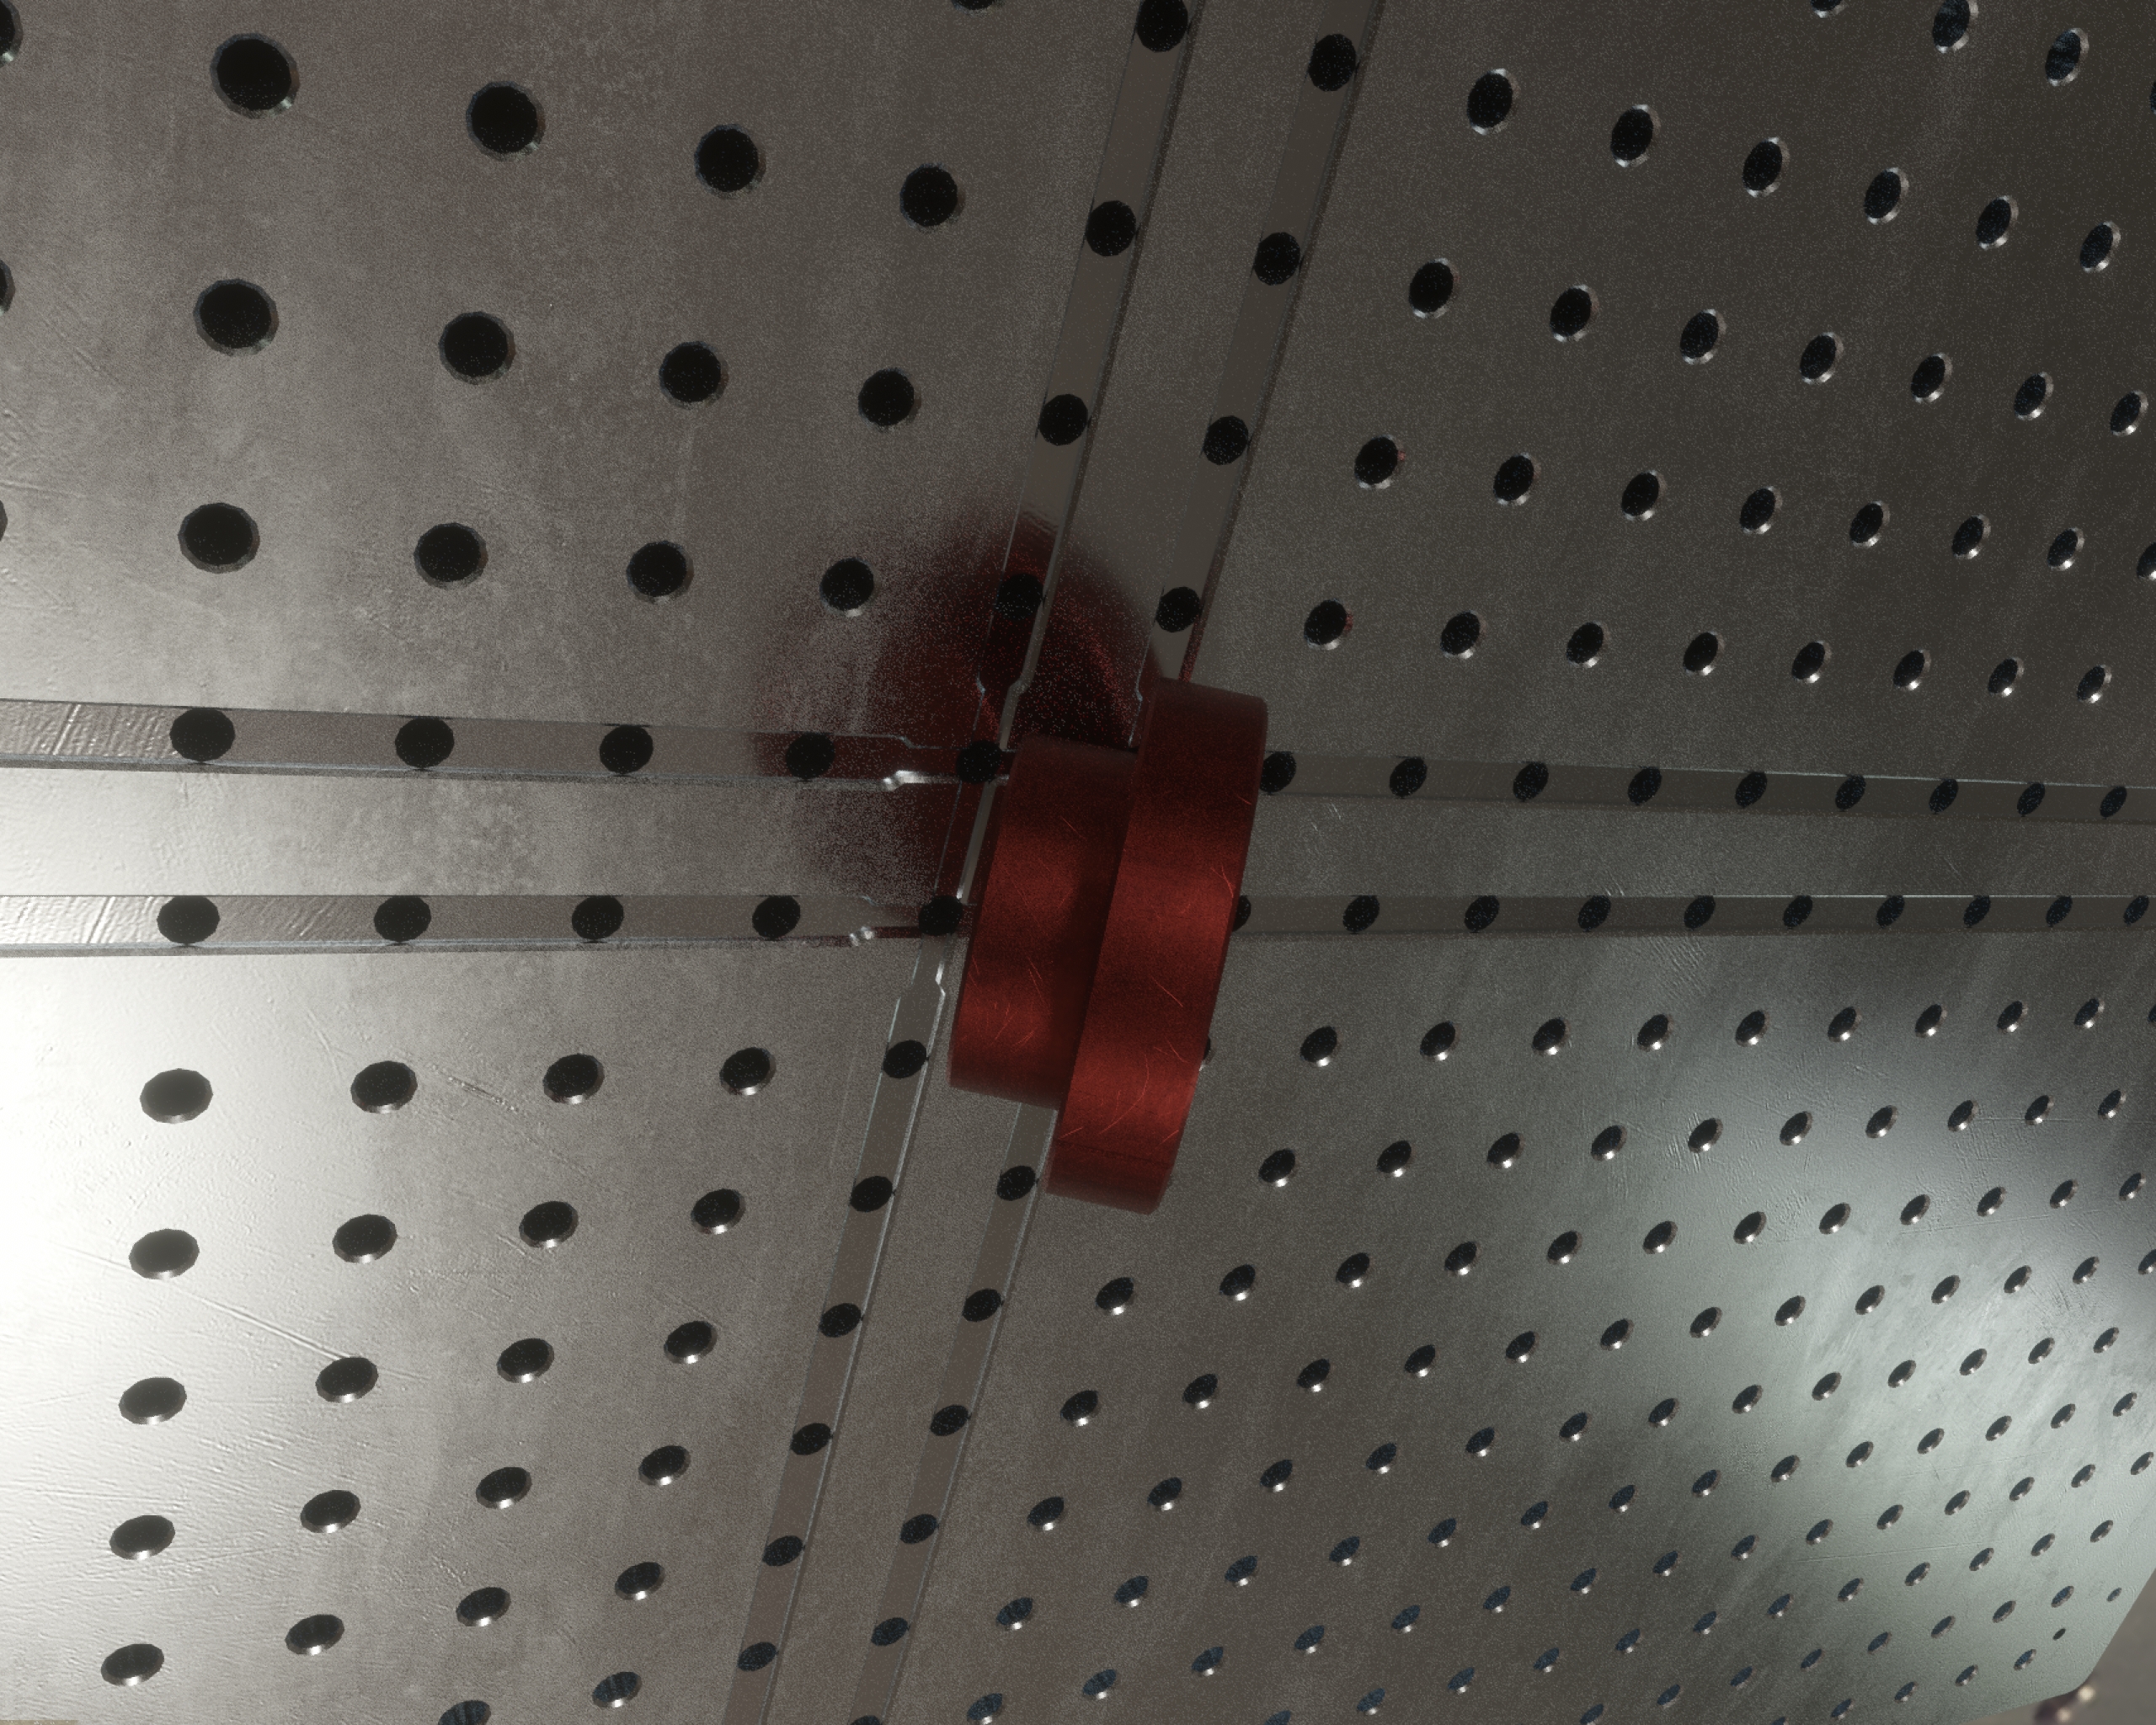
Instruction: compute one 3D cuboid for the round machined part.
[{"bbox_3d":[0.003,0.013,0.387,0.042,0.098,0.097,13,116,1],"label":"round machined part"}]
